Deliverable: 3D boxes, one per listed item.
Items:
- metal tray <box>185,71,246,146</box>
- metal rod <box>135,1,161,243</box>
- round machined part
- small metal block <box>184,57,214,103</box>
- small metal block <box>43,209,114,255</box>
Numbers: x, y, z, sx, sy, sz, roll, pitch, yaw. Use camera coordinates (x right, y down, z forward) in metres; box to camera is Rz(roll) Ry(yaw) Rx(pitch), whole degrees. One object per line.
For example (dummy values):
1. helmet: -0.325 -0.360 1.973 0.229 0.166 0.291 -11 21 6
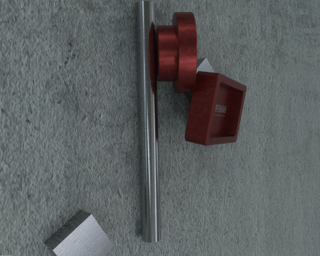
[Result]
1. metal tray: 0.083 -0.024 0.435 0.131 0.030 0.089 1 100 -60
2. metal rod: -0.015 -0.007 0.394 0.025 0.025 0.298 -3 92 -40
3. round machined part: 0.017 -0.092 0.384 0.042 0.098 0.097 -2 92 -2
4. small metal block: 0.058 -0.067 0.456 0.050 0.025 0.050 -52 121 -28
5. small metal block: -0.086 0.126 0.334 0.050 0.025 0.050 -41 116 -32
